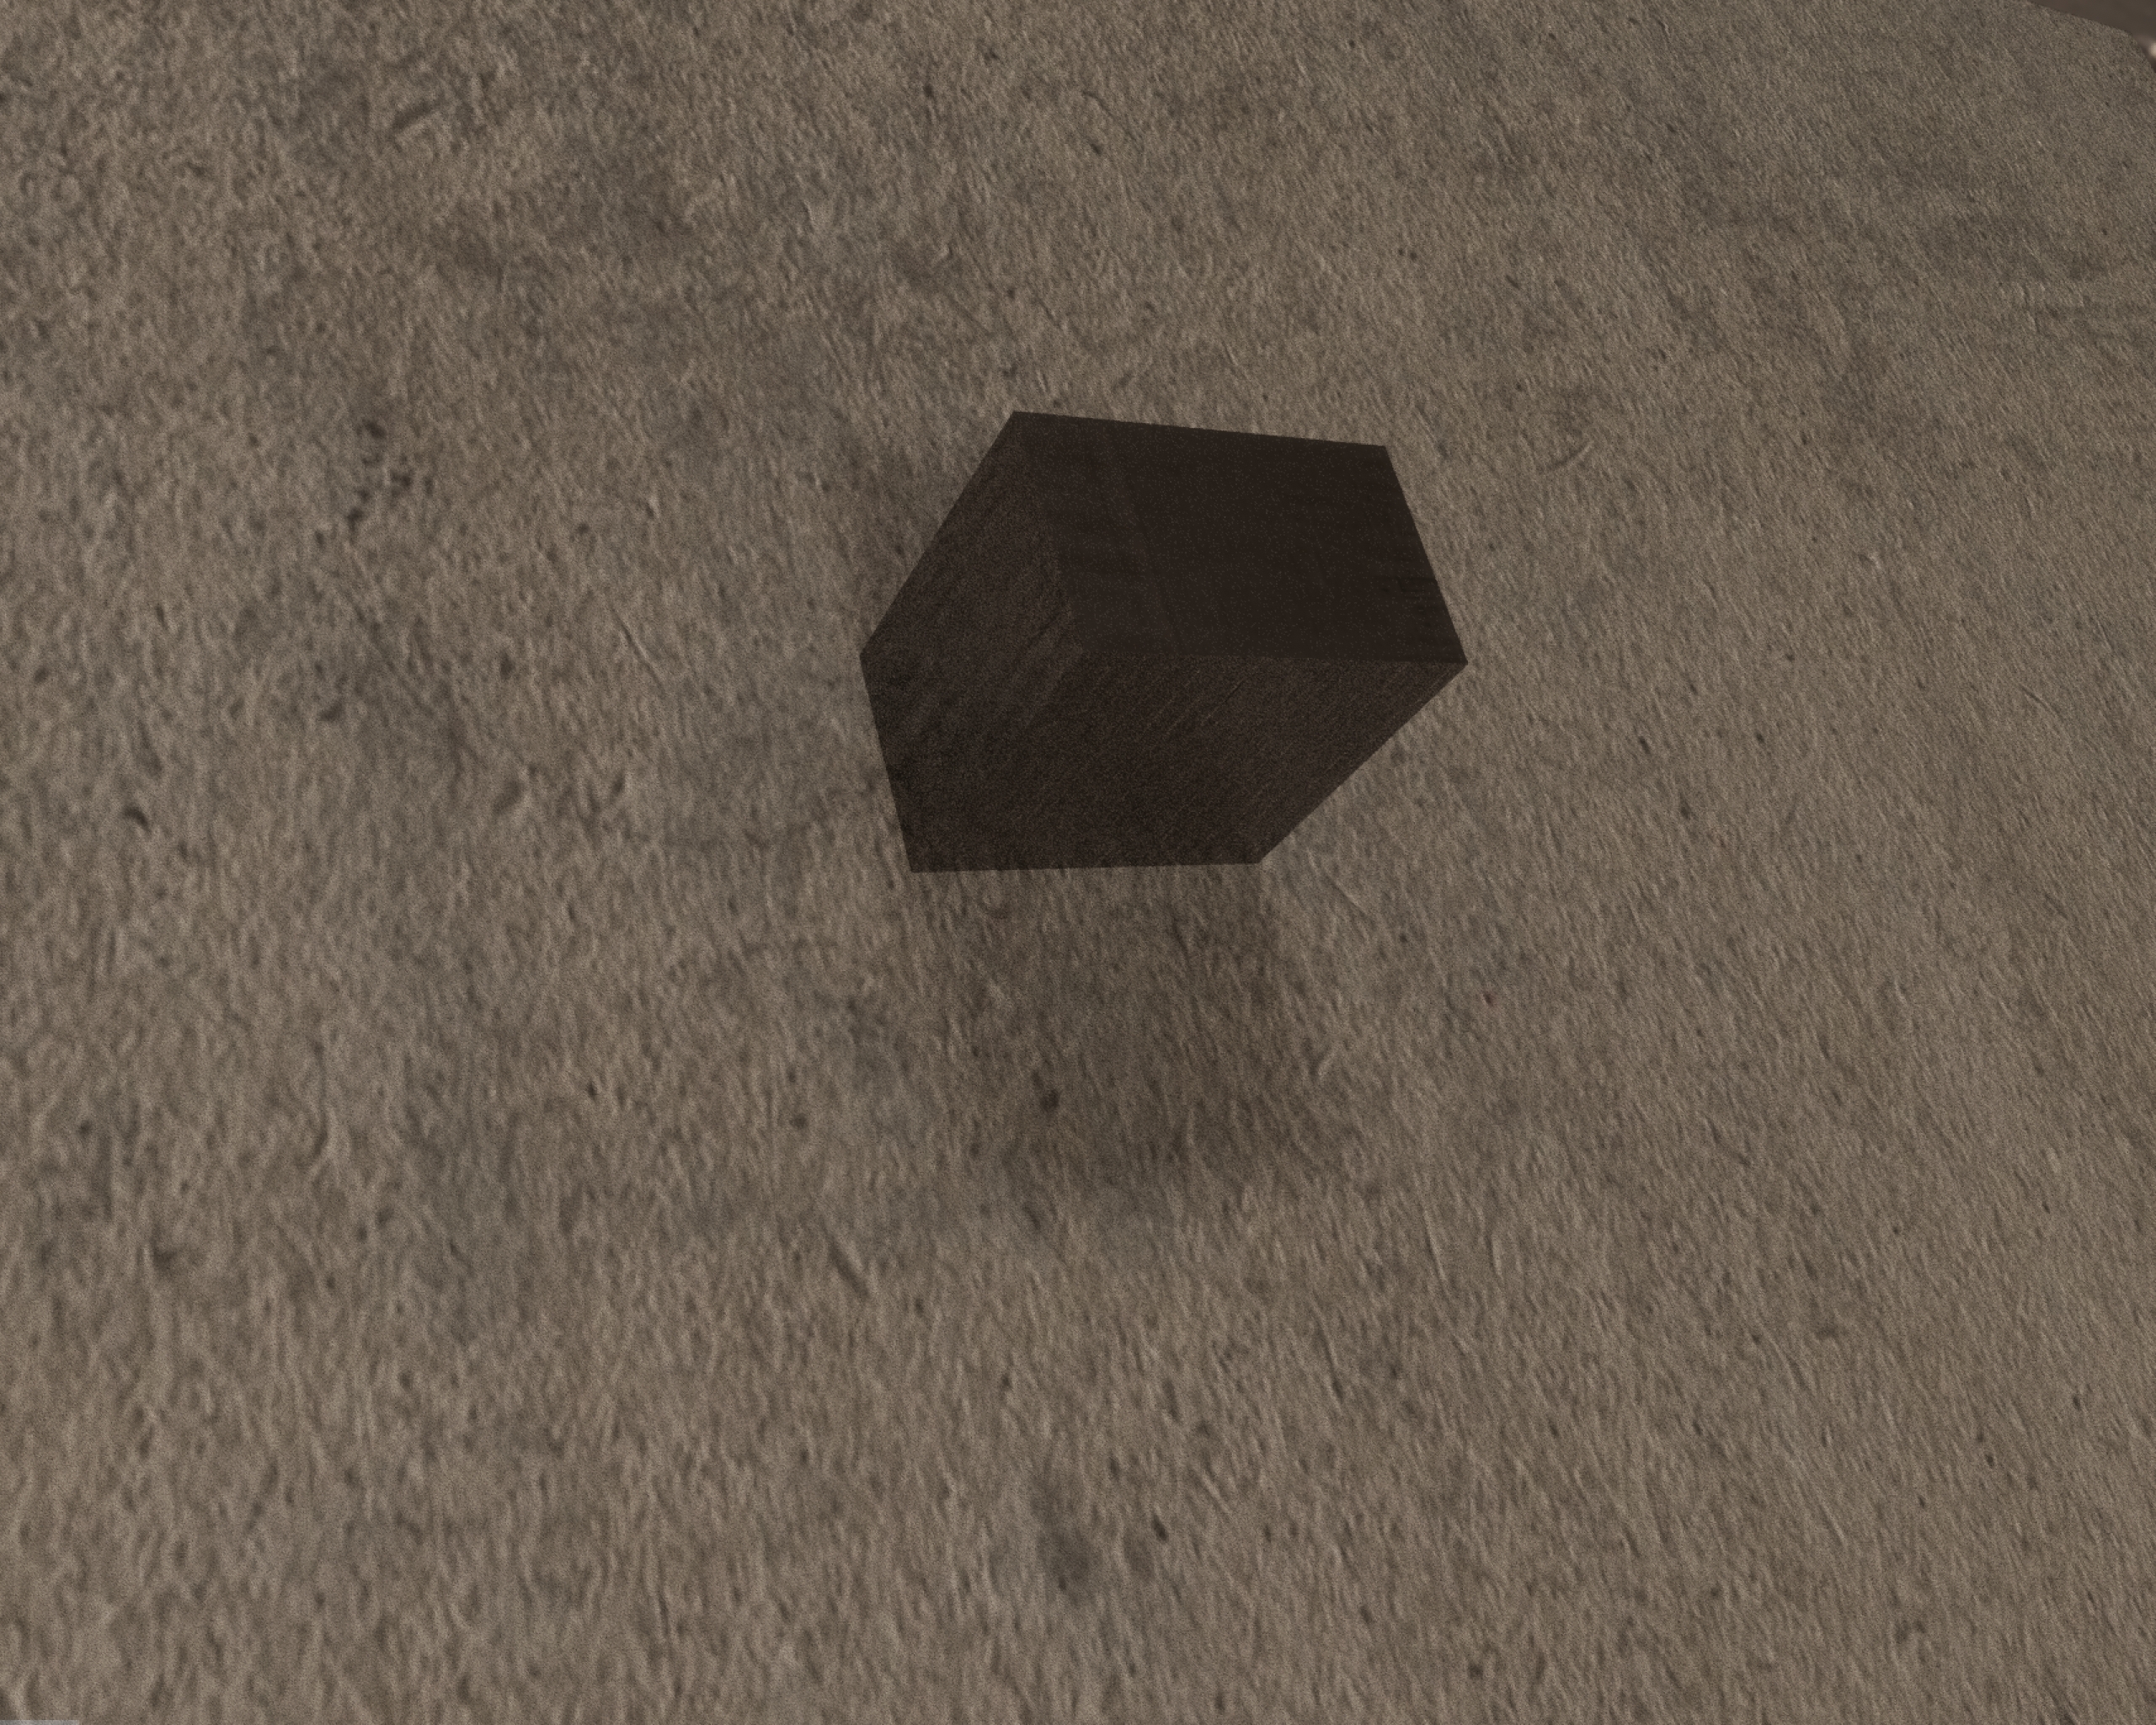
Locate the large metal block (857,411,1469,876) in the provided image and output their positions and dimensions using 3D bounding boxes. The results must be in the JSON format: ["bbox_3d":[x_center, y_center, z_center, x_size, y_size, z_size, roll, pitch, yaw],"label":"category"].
[{"bbox_3d":[0.013,-0.039,0.403,0.081,0.080,0.050,-1,63,-29],"label":"large metal block"}]
